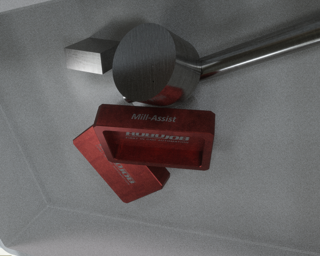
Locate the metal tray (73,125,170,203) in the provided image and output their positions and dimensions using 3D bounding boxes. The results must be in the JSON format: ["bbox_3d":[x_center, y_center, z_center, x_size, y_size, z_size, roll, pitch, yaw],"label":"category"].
[{"bbox_3d":[-0.058,0.046,0.463,0.090,0.030,0.130,-31,102,37],"label":"metal tray"}]

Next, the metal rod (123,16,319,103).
[{"bbox_3d":[0.081,-0.073,0.319,0.300,0.025,0.025,-13,112,33],"label":"metal rod"}]

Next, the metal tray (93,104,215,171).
[{"bbox_3d":[-0.004,0.013,0.369,0.131,0.030,0.090,4,147,7],"label":"metal tray"}]

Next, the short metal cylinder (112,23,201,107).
[{"bbox_3d":[-0.004,-0.064,0.331,0.080,0.050,0.080,-4,84,34],"label":"short metal cylinder"}]

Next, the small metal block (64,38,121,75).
[{"bbox_3d":[-0.079,-0.089,0.377,0.050,0.050,0.025,13,124,21],"label":"small metal block"}]
